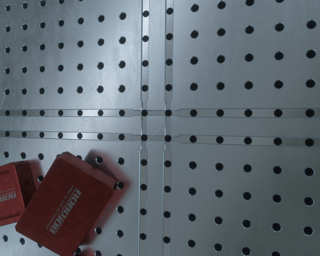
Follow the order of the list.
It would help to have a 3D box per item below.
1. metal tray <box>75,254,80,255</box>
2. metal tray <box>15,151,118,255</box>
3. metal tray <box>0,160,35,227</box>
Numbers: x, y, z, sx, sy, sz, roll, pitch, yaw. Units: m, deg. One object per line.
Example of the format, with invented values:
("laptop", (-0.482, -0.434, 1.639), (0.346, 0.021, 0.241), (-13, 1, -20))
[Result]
("metal tray", (-0.099, 0.257, 0.443), (0.130, 0.030, 0.090), (29, 99, 17))
("metal tray", (-0.132, 0.110, 0.438), (0.090, 0.030, 0.129), (32, 101, -5))
("metal tray", (-0.264, 0.113, 0.500), (0.130, 0.030, 0.090), (-18, 84, 18))
